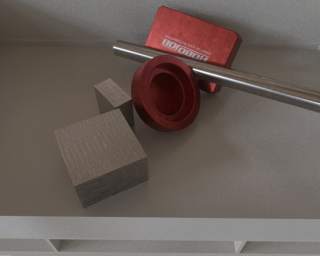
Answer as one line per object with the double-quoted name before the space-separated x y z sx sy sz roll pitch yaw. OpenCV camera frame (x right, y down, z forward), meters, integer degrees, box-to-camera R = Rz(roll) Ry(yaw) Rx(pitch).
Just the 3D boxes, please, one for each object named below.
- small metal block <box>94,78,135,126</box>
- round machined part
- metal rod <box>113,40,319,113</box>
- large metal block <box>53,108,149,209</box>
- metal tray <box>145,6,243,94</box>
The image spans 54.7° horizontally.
"small metal block" -0.060 -0.030 0.413 0.025 0.050 0.050 -32 57 -24
"round machined part" 0.003 -0.043 0.407 0.042 0.098 0.098 -12 30 52
"metal rod" 0.065 -0.077 0.423 0.301 0.025 0.025 20 53 23
"large metal block" -0.068 0.033 0.360 0.081 0.050 0.080 -21 53 -17
"metal tray" 0.043 -0.116 0.461 0.130 0.089 0.030 28 17 21
